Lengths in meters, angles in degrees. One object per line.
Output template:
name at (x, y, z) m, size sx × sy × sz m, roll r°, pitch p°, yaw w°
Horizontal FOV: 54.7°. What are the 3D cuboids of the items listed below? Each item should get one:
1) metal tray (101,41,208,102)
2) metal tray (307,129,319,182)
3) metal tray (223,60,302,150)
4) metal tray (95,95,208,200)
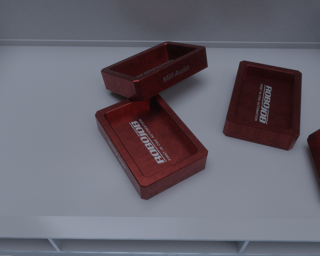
metal tray at (-0.007, -0.087, 0.448) m, size 0.131 × 0.030 × 0.090 m, roll -31°, pitch 36°, yaw -29°
metal tray at (0.228, 0.017, 0.326) m, size 0.030 × 0.129 × 0.090 m, roll 24°, pitch 46°, yaw -22°
metal tray at (0.146, -0.037, 0.433) m, size 0.090 × 0.030 × 0.130 m, roll 14°, pitch 51°, yaw 11°
metal tray at (-0.014, 0.014, 0.389) m, size 0.091 × 0.030 × 0.130 m, roll -25°, pitch 54°, yaw -20°
